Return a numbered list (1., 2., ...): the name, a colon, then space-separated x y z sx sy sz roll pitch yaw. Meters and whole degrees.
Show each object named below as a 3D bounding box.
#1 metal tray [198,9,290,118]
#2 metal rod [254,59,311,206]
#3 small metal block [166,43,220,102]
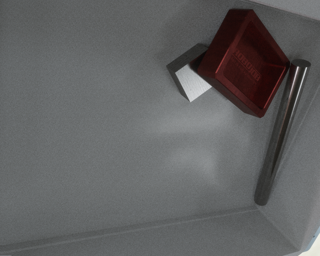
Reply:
1. metal tray: 0.113 -0.078 0.400 0.131 0.030 0.090 29 89 -43
2. metal rod: 0.195 0.027 0.515 0.025 0.025 0.298 -18 132 -19
3. small metal block: 0.043 -0.069 0.391 0.050 0.025 0.050 -36 130 -4
